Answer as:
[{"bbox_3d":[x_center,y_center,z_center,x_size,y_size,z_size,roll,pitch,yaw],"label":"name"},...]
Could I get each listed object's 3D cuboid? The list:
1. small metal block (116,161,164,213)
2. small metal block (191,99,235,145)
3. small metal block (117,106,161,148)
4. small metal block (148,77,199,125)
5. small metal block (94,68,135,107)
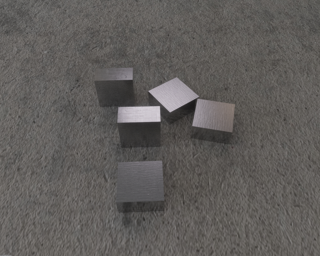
[{"bbox_3d":[-0.022,0.065,0.348,0.050,0.025,0.050,-2,50,-2],"label":"small metal block"},{"bbox_3d":[0.070,-0.009,0.411,0.050,0.025,0.050,9,51,8],"label":"small metal block"},{"bbox_3d":[-0.025,0.000,0.387,0.050,0.050,0.025,-2,50,-1],"label":"small metal block"},{"bbox_3d":[0.019,-0.039,0.436,0.050,0.025,0.050,-29,56,-22],"label":"small metal block"},{"bbox_3d":[-0.062,-0.056,0.434,0.050,0.050,0.025,-2,50,-2],"label":"small metal block"}]
